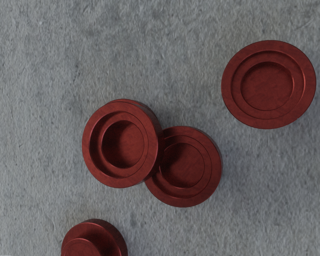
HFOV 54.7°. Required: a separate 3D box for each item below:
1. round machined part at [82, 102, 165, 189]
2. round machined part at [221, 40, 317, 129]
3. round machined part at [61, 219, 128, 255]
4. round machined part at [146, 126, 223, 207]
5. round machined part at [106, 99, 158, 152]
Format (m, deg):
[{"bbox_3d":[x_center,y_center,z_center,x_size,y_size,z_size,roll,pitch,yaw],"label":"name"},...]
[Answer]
[{"bbox_3d":[-0.039,0.019,0.366,0.098,0.042,0.097,-1,87,23],"label":"round machined part"},{"bbox_3d":[0.123,-0.047,0.356,0.098,0.042,0.097,0,90,19],"label":"round machined part"},{"bbox_3d":[-0.098,0.182,0.433,0.098,0.042,0.097,0,90,19],"label":"round machined part"},{"bbox_3d":[0.029,0.046,0.387,0.098,0.042,0.097,0,92,17],"label":"round machined part"},{"bbox_3d":[-0.052,0.009,0.417,0.098,0.042,0.097,0,90,19],"label":"round machined part"}]
